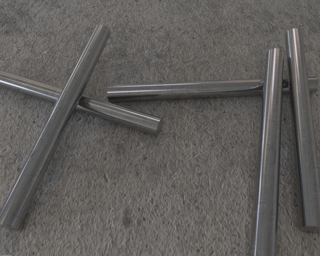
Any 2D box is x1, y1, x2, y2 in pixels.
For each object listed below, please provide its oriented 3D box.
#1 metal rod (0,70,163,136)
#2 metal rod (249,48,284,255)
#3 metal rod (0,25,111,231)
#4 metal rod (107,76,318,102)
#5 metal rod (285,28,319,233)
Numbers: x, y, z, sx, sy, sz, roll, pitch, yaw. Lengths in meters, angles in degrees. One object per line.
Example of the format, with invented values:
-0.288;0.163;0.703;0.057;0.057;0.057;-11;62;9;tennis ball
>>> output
-0.140;-0.044;0.438;0.301;0.025;0.025;17;52;14;metal rod
0.132;0.013;0.373;0.025;0.025;0.300;11;57;9;metal rod
-0.122;-0.023;0.393;0.025;0.025;0.300;11;59;9;metal rod
0.077;-0.057;0.451;0.302;0.025;0.025;-3;50;-3;metal rod
0.181;-0.020;0.397;0.025;0.025;0.300;7;57;6;metal rod
